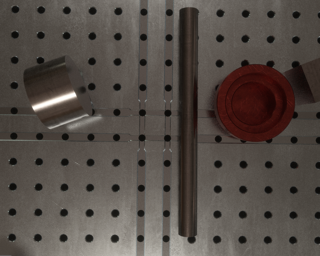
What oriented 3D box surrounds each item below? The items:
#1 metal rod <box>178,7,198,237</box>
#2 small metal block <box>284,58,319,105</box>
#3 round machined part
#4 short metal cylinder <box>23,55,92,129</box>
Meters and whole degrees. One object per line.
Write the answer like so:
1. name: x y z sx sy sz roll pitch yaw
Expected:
1. metal rod: 0.038 -0.008 0.413 0.025 0.025 0.298 0 90 -1
2. small metal block: 0.193 -0.059 0.403 0.025 0.050 0.050 -21 90 0
3. round machined part: 0.120 -0.031 0.406 0.099 0.042 0.097 0 90 -1
4. short metal cylinder: -0.124 -0.044 0.384 0.050 0.080 0.080 -20 90 0
